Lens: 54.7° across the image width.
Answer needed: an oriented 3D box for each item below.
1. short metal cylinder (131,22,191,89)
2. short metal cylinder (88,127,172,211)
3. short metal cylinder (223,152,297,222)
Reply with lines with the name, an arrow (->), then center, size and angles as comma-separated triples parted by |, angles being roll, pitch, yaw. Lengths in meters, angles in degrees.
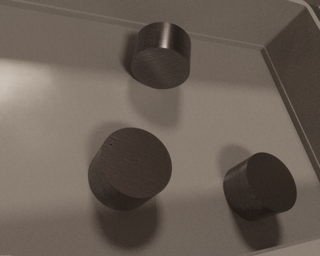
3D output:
short metal cylinder -> 0.003, -0.100, 0.434 | 0.081, 0.080, 0.050 | 18, 55, -18
short metal cylinder -> -0.034, 0.046, 0.344 | 0.081, 0.050, 0.080 | 14, 56, -21
short metal cylinder -> 0.133, 0.079, 0.415 | 0.081, 0.050, 0.080 | 14, 56, -21
